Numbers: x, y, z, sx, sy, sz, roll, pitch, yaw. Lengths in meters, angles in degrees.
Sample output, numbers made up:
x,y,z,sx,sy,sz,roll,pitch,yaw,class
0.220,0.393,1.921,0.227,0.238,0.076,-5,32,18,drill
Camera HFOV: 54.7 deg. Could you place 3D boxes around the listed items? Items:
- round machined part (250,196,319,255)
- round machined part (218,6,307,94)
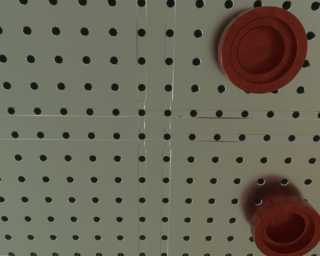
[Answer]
x,y,z,sx,sy,sz,roll,pitch,yaw,class
0.183,0.142,0.459,0.099,0.042,0.097,0,110,-1,round machined part
0.118,-0.094,0.372,0.099,0.042,0.097,0,110,-1,round machined part
